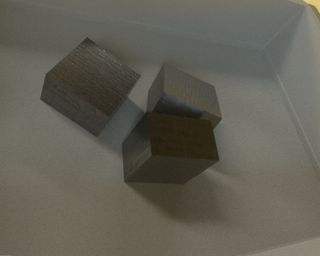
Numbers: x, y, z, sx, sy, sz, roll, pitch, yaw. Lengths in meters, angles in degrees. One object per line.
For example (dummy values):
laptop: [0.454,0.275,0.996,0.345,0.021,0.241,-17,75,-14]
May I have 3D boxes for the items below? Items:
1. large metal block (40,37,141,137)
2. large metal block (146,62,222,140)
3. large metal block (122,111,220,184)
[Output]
large metal block: [-0.083,-0.050,0.376,0.080,0.050,0.080,35,51,-6]
large metal block: [0.030,-0.033,0.412,0.080,0.050,0.080,23,34,-15]
large metal block: [0.009,0.027,0.360,0.081,0.080,0.050,7,59,-25]
